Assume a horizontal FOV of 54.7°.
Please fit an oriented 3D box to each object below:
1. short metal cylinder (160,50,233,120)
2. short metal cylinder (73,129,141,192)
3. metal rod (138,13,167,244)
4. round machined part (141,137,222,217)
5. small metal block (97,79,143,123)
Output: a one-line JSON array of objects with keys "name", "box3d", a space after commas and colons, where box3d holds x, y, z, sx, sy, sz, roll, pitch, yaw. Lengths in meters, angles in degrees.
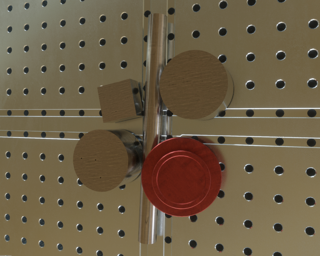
[{"name": "short metal cylinder", "box3d": [0.046, -0.050, 0.378, 0.080, 0.050, 0.079, 0, 90, 20]}, {"name": "short metal cylinder", "box3d": [-0.068, 0.042, 0.419, 0.080, 0.050, 0.079, 0, 90, 20]}, {"name": "metal rod", "box3d": [-0.010, 0.002, 0.412, 0.025, 0.025, 0.298, 3, 91, 20]}, {"name": "round machined part", "box3d": [0.026, 0.060, 0.377, 0.099, 0.042, 0.097, 0, 89, 3]}, {"name": "small metal block", "box3d": [-0.054, -0.036, 0.427, 0.050, 0.025, 0.050, -12, 86, 19]}]
